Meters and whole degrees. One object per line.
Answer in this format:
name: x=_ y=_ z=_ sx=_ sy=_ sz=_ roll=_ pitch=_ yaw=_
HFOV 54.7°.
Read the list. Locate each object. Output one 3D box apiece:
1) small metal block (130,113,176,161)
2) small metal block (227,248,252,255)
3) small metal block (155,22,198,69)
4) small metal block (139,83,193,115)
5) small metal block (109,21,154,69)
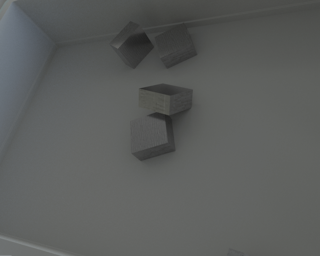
small metal block: x=-0.010 y=0.010 z=0.405 sx=0.050 sy=0.025 sz=0.050 roll=-18 pitch=55 yaw=18
small metal block: x=0.086 y=0.128 z=0.266 sx=0.050 sy=0.050 sz=0.025 roll=9 pitch=67 yaw=32
small metal block: x=0.024 y=-0.125 z=0.470 sx=0.050 sy=0.025 sz=0.050 roll=-23 pitch=53 yaw=14
small metal block: x=0.008 y=-0.039 z=0.408 sx=0.050 sy=0.050 sz=0.025 roll=17 pitch=114 yaw=35
small metal block: x=-0.044 y=-0.132 z=0.494 sx=0.050 sy=0.050 sz=0.025 roll=-49 pitch=51 yaw=-6
